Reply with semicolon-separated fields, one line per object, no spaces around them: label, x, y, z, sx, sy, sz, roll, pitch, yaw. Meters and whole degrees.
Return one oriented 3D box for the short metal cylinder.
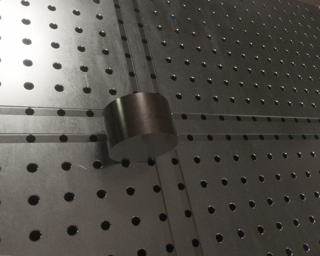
short metal cylinder;-0.023;0.002;0.361;0.081;0.080;0.050;0;62;-29
